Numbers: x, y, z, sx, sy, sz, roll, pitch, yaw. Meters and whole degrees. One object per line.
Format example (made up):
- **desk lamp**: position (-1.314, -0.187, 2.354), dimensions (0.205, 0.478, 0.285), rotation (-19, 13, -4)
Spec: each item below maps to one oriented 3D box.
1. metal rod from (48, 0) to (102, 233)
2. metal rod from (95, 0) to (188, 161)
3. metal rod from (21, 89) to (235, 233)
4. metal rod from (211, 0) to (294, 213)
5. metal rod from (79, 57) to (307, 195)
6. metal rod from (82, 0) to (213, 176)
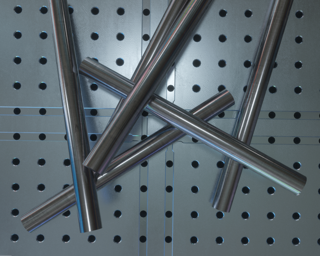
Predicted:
- **metal rod**: position (-0.107, -0.027, 0.382), dimensions (0.025, 0.025, 0.299), rotation (-12, 78, 0)
- **metal rod**: position (-0.031, -0.054, 0.413), dimensions (0.025, 0.025, 0.299), rotation (27, 90, 0)
- **metal rod**: position (-0.035, 0.038, 0.395), dimensions (0.301, 0.025, 0.025), rotation (-32, 90, -7)
- **metal rod**: position (0.124, -0.035, 0.414), dimensions (0.025, 0.025, 0.299), rotation (17, 90, 0)
- **metal rod**: position (0.035, -0.006, 0.379), dimensions (0.301, 0.025, 0.025), rotation (29, 90, 5)
- **metal rod**: position (0.002, -0.079, 0.372), dimensions (0.025, 0.025, 0.300), rotation (31, 73, 0)
